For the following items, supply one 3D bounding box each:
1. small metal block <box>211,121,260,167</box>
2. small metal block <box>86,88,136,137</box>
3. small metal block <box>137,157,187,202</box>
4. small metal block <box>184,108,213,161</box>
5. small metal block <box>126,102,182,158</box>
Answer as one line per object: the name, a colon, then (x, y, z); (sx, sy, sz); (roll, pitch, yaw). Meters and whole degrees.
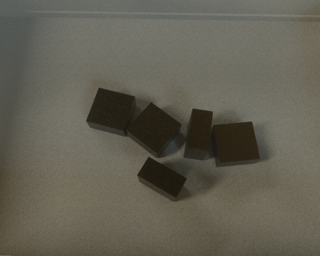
small metal block: (0.096, 0.021, 0.401); (0.050, 0.025, 0.050); (-5, 70, -3)
small metal block: (-0.064, -0.021, 0.414); (0.050, 0.025, 0.050); (14, 71, 5)
small metal block: (0.002, 0.063, 0.371); (0.050, 0.050, 0.025); (29, 74, 9)
small metal block: (0.048, 0.009, 0.392); (0.025, 0.050, 0.050); (9, 70, 2)
small metal block: (-0.008, 0.003, 0.406); (0.050, 0.025, 0.050); (37, 74, 12)
